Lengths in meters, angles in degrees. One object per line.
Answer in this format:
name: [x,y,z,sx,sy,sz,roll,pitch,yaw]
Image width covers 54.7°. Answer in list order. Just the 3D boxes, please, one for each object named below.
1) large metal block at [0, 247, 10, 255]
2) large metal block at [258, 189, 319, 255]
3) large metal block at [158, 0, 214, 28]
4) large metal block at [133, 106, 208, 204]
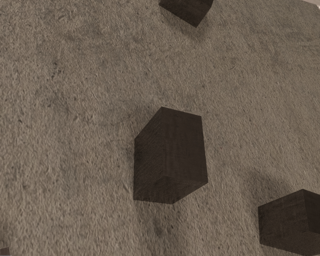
large metal block: [-0.148,0.142,0.222,0.081,0.050,0.080,-7,65,-31]
large metal block: [0.186,0.124,0.395,0.080,0.080,0.050,20,54,-17]
large metal block: [0.054,-0.244,0.568,0.080,0.050,0.080,28,52,-11]
large metal block: [0.008,0.034,0.353,0.050,0.080,0.080,12,57,-22]
